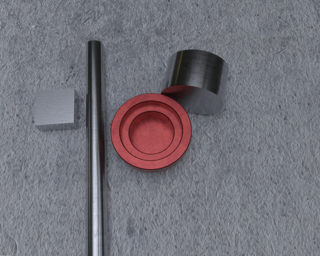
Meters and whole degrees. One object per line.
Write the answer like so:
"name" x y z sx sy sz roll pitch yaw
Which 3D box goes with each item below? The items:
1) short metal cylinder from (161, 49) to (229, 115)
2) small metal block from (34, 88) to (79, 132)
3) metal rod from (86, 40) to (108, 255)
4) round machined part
"short metal cylinder" 0.045 -0.057 0.400 0.080 0.080 0.050 11 70 4
"small metal block" -0.137 -0.024 0.416 0.050 0.025 0.050 -4 70 -2
"metal rod" -0.083 0.020 0.400 0.025 0.025 0.299 -4 70 -2
"round machined part" -0.010 0.008 0.394 0.099 0.042 0.098 0 72 1
